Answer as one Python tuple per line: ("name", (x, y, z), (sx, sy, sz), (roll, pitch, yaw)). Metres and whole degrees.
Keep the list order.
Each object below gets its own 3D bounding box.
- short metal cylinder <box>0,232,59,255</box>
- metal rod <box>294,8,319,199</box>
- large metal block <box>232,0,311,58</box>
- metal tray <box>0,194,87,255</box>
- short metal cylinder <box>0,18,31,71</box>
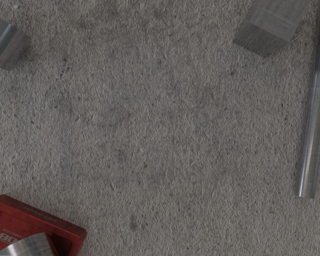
("short metal cylinder", (-0.159, 0.167, 0.362), (0.080, 0.080, 0.050), (-35, 71, 0))
("metal rod", (0.212, -0.057, 0.411), (0.025, 0.025, 0.298), (8, 90, 0))
("large metal block", (0.139, -0.142, 0.383), (0.050, 0.080, 0.080), (27, 90, 0))
("metal tray", (-0.175, 0.154, 0.405), (0.131, 0.030, 0.090), (24, 90, 0))
("short metal cylinder", (-0.209, -0.113, 0.381), (0.080, 0.080, 0.050), (32, 90, 0))
